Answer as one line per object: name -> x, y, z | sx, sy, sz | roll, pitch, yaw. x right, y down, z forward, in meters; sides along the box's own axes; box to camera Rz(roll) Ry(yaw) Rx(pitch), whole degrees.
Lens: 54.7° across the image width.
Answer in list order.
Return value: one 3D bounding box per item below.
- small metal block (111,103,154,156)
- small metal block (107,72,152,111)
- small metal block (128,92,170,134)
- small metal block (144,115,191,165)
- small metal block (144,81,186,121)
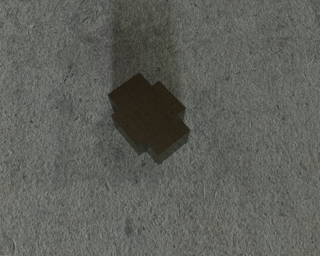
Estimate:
small metal block -> -0.033, 0.004, 0.394 | 0.025, 0.050, 0.050 | -38, 75, -13
small metal block -> -0.038, -0.039, 0.409 | 0.050, 0.050, 0.025 | -37, 75, -13
small metal block -> -0.014, -0.011, 0.399 | 0.025, 0.050, 0.050 | -38, 75, -13
small metal block -> 0.009, 0.017, 0.389 | 0.050, 0.050, 0.025 | -37, 75, -13
small metal block -> 0.006, -0.026, 0.405 | 0.025, 0.050, 0.050 | -39, 75, -13
